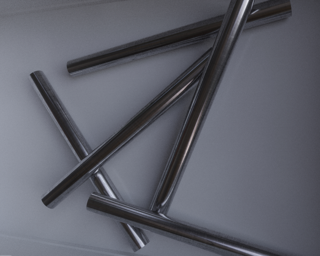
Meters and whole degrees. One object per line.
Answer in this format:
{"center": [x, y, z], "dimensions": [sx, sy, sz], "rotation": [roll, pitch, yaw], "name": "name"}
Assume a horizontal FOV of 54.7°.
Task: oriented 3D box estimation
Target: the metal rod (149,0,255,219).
{"center": [0.044, -0.014, 0.378], "dimensions": [0.025, 0.025, 0.298], "rotation": [25, 104, 18], "name": "metal rod"}

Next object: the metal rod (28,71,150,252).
{"center": [-0.108, 0.040, 0.448], "dimensions": [0.025, 0.025, 0.299], "rotation": [-38, 78, 16], "name": "metal rod"}

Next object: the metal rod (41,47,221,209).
{"center": [-0.041, 0.005, 0.407], "dimensions": [0.300, 0.025, 0.025], "rotation": [-40, 77, 8], "name": "metal rod"}

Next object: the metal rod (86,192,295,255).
{"center": [0.053, 0.133, 0.372], "dimensions": [0.301, 0.025, 0.025], "rotation": [15, 95, 12], "name": "metal rod"}

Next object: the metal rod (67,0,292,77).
{"center": [0.010, -0.114, 0.406], "dimensions": [0.301, 0.025, 0.025], "rotation": [-11, 86, 19], "name": "metal rod"}
